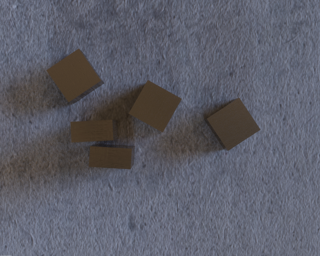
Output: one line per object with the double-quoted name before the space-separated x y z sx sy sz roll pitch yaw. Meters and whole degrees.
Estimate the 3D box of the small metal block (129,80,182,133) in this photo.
"small metal block" -0.006 -0.028 0.410 0.050 0.025 0.050 29 90 -1

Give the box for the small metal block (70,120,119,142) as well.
"small metal block" -0.082 0.003 0.396 0.050 0.050 0.025 -3 90 -1

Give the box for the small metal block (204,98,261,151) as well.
"small metal block" 0.095 -0.005 0.411 0.050 0.025 0.050 -33 90 0

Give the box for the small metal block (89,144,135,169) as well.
"small metal block" -0.060 0.036 0.397 0.050 0.050 0.025 4 90 -1

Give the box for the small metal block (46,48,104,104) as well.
"small metal block" -0.110 -0.067 0.409 0.050 0.025 0.050 -34 90 0
